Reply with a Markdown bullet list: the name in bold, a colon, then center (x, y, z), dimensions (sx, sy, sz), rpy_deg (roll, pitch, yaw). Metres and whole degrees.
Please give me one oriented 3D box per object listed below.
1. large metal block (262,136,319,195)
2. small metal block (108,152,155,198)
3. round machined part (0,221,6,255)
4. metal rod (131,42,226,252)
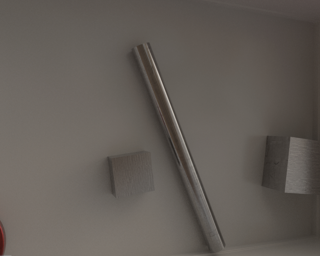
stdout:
- **large metal block**: center (0.210, 0.057, 0.477), dimensions (0.081, 0.050, 0.080), rpy_deg (8, 87, -20)
- **small metal block**: center (-0.037, 0.058, 0.398), dimensions (0.050, 0.025, 0.050), rpy_deg (-7, 93, -20)
- **round machined part**: center (-0.212, 0.123, 0.312), dimensions (0.099, 0.042, 0.098), rpy_deg (5, 74, -19)
- **metal rod**: center (0.028, 0.032, 0.422), dimensions (0.025, 0.025, 0.298), rpy_deg (-24, 98, -19)
